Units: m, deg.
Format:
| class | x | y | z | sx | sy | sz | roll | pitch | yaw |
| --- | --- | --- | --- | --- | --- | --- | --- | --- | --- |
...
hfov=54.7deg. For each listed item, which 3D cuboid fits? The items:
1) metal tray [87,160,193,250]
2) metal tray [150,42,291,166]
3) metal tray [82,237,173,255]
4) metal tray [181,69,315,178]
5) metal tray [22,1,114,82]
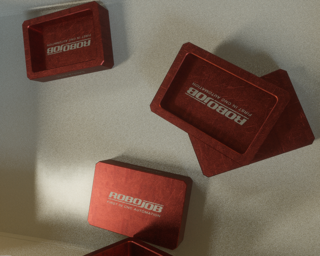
| class | x | y | z | sx | sy | sz | roll | pitch | yaw |
| --- | --- | --- | --- | --- | --- | --- | --- | --- | --- |
| metal tray | -0.028 | 0.099 | 0.417 | 0.130 | 0.030 | 0.089 | 10 | 93 | 19 |
| metal tray | 0.065 | -0.028 | 0.352 | 0.130 | 0.030 | 0.090 | 32 | 100 | 17 |
| metal tray | -0.052 | 0.162 | 0.327 | 0.090 | 0.131 | 0.030 | 4 | 97 | 45 |
| metal tray | 0.101 | -0.003 | 0.372 | 0.130 | 0.030 | 0.090 | -22 | 83 | 18 |
| metal tray | -0.136 | -0.123 | 0.454 | 0.130 | 0.030 | 0.089 | -7 | 88 | 19 |
